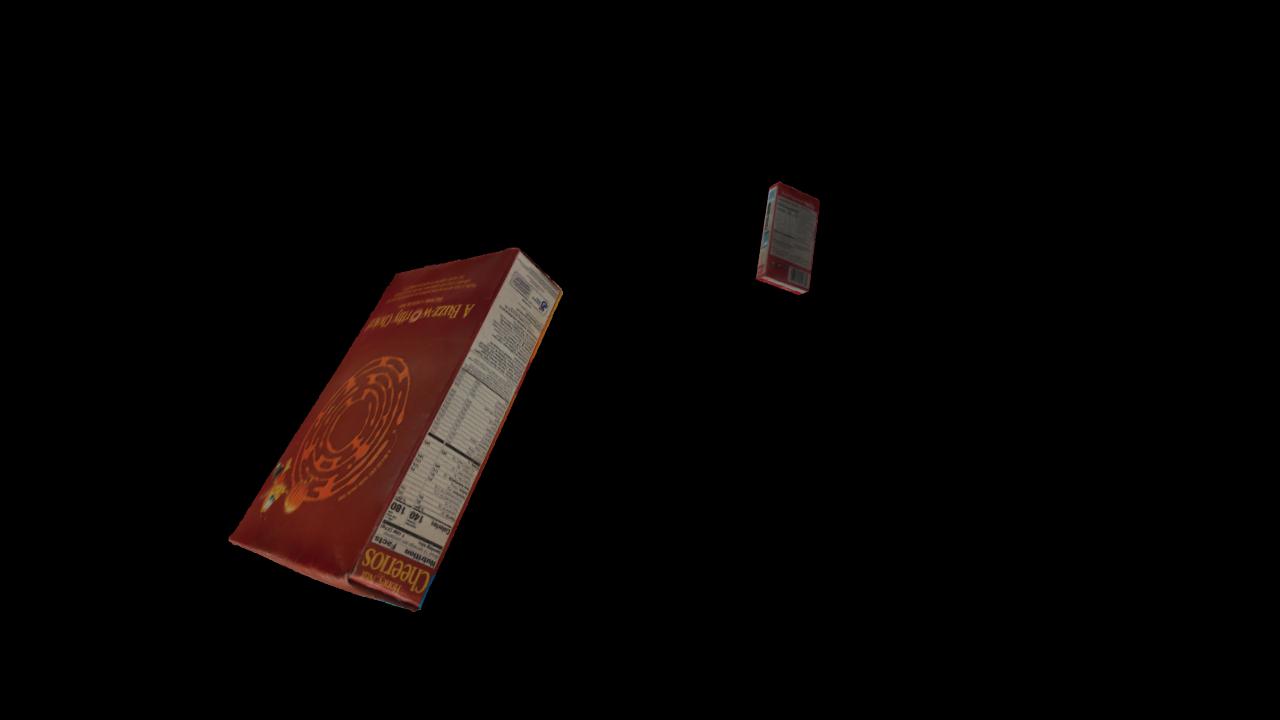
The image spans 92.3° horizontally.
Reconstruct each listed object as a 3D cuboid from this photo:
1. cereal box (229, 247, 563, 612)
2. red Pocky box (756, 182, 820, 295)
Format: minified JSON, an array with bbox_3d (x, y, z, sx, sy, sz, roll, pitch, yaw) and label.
[{"bbox_3d":[-0.214,0.047,0.559,0.203,0.306,0.081,-4,-35,37],"label":"cereal box"},{"bbox_3d":[0.223,-0.181,0.924,0.083,0.155,0.028,16,-15,-21],"label":"red Pocky box"}]
